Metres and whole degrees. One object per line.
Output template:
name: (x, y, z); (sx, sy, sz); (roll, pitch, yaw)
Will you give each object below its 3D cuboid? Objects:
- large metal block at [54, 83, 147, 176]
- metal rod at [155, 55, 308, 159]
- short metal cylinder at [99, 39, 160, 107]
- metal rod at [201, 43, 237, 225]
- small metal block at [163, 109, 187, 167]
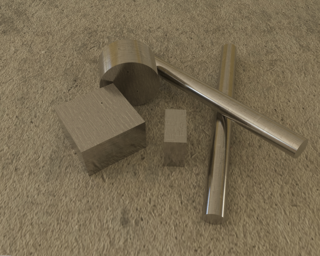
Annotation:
large metal block: (-0.073, 0.000, 0.386); (0.081, 0.050, 0.080); (-27, 55, -21)
metal rod: (0.054, -0.051, 0.420); (0.025, 0.025, 0.300); (-33, 50, -25)
short metal cylinder: (-0.043, -0.075, 0.430); (0.081, 0.080, 0.050); (-6, 51, -6)
metal rod: (0.085, -0.017, 0.418); (0.025, 0.025, 0.300); (9, 50, 7)
small metal block: (0.018, 0.013, 0.377); (0.025, 0.050, 0.050); (2, 50, 1)
